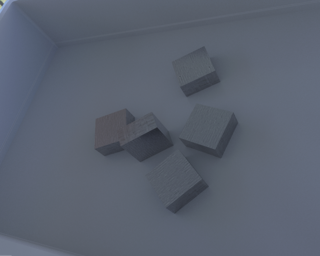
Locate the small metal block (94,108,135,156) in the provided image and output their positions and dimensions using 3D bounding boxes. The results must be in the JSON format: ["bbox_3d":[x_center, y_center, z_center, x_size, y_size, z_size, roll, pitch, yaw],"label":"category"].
[{"bbox_3d":[-0.063,0.006,0.435,0.050,0.025,0.050,-18,55,18],"label":"small metal block"}]

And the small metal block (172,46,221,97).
[{"bbox_3d":[0.049,-0.078,0.428,0.050,0.025,0.050,-24,53,13],"label":"small metal block"}]

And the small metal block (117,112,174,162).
[{"bbox_3d":[-0.018,0.013,0.391,0.050,0.050,0.025,-28,52,11],"label":"small metal block"}]

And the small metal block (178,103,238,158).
[{"bbox_3d":[0.059,0.002,0.374,0.050,0.025,0.050,18,71,35],"label":"small metal block"}]

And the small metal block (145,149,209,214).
[{"bbox_3d":[0.019,0.061,0.358,0.050,0.025,0.050,-39,51,1],"label":"small metal block"}]
